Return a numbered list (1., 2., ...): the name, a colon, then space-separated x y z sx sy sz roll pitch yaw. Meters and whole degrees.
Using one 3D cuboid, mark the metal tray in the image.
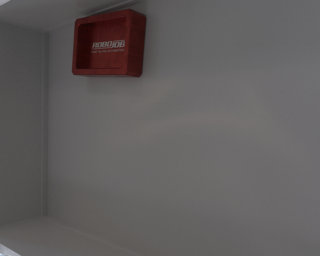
1. metal tray: -0.082 -0.124 0.472 0.130 0.030 0.089 8 95 39
